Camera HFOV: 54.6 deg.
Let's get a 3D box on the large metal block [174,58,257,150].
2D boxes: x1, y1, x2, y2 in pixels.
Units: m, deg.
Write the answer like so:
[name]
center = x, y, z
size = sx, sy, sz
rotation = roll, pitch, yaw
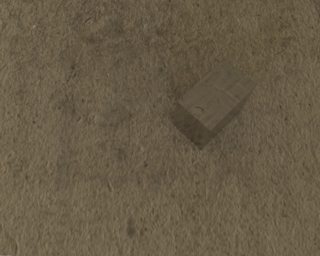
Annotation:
[large metal block]
center = 0.065, -0.026, 0.389
size = 0.080, 0.080, 0.050
rotation = -43, 76, -14
